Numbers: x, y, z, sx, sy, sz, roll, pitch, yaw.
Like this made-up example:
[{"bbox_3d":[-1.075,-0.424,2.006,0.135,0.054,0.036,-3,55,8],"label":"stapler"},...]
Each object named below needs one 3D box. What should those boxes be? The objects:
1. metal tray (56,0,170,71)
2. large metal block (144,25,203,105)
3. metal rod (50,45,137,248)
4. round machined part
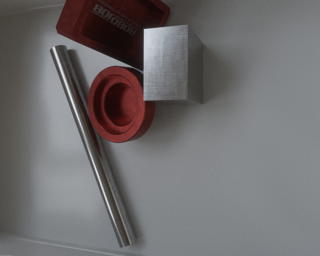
[{"bbox_3d":[-0.048,-0.130,0.369,0.030,0.131,0.090,30,100,31],"label":"metal tray"},{"bbox_3d":[0.019,-0.070,0.374,0.050,0.080,0.079,0,90,19],"label":"large metal block"},{"bbox_3d":[-0.097,0.021,0.443,0.025,0.025,0.299,-24,82,18],"label":"metal rod"},{"bbox_3d":[-0.045,-0.031,0.408,0.098,0.042,0.097,4,97,34],"label":"round machined part"}]
